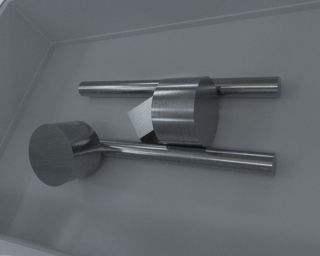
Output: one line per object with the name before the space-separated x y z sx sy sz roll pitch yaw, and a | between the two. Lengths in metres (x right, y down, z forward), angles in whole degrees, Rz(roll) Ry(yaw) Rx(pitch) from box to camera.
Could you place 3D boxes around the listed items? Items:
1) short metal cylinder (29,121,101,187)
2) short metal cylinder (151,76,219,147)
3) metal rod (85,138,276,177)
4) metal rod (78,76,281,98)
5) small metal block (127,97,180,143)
short metal cylinder | -0.125 0.032 0.410 0.080 0.050 0.079 4 98 29
short metal cylinder | 0.032 -0.019 0.363 0.050 0.080 0.080 2 63 29
metal rod | -0.014 0.031 0.390 0.300 0.025 0.025 3 63 29
metal rod | 0.007 -0.055 0.432 0.300 0.025 0.025 3 64 29
small metal block | -0.009 -0.011 0.414 0.050 0.025 0.050 -33 52 6
